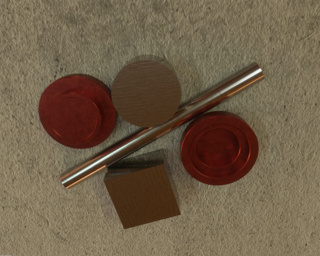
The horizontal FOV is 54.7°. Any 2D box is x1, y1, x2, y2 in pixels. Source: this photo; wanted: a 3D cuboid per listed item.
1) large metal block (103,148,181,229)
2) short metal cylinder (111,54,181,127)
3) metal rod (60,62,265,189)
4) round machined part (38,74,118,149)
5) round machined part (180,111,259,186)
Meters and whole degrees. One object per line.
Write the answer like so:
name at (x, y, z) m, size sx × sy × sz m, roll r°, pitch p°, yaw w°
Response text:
large metal block at (-0.022, 0.083, 0.429) m, size 0.080 × 0.050 × 0.080 m, roll -16°, pitch 110°, yaw 6°
short metal cylinder at (-0.016, -0.047, 0.380) m, size 0.081 × 0.050 × 0.079 m, roll 0°, pitch 110°, yaw 0°
metal rod at (-0.004, 0.002, 0.412) m, size 0.300 × 0.025 × 0.025 m, roll -30°, pitch 108°, yaw 10°
round machined part at (-0.105, -0.017, 0.394) m, size 0.099 × 0.042 × 0.097 m, roll 0°, pitch 110°, yaw 0°
round machined part at (0.076, 0.024, 0.411) m, size 0.099 × 0.042 × 0.097 m, roll 0°, pitch 110°, yaw 0°
